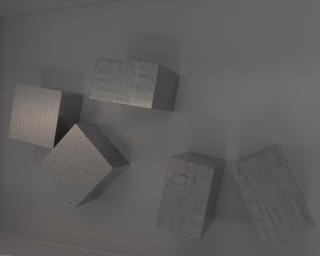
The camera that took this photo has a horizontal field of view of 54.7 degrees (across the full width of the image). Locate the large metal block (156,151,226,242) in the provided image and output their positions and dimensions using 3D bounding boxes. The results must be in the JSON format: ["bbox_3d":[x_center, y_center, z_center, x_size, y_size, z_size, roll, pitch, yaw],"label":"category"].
[{"bbox_3d":[0.039,0.075,0.367,0.050,0.080,0.080,12,94,19],"label":"large metal block"}]

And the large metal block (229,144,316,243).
[{"bbox_3d":[0.121,0.066,0.338,0.050,0.080,0.080,-26,82,18],"label":"large metal block"}]

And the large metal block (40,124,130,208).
[{"bbox_3d":[-0.104,0.050,0.434,0.080,0.050,0.080,-46,76,14],"label":"large metal block"}]

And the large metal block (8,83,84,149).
[{"bbox_3d":[-0.167,-0.018,0.456,0.080,0.050,0.080,11,94,19],"label":"large metal block"}]

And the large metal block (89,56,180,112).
[{"bbox_3d":[-0.029,-0.053,0.391,0.080,0.080,0.050,11,94,19],"label":"large metal block"}]
